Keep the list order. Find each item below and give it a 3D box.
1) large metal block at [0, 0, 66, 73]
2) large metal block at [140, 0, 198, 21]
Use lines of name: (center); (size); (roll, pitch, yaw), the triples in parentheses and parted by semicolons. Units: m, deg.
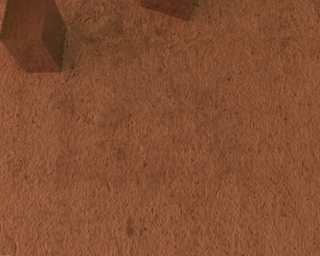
large metal block: (-0.169, -0.131, 0.426); (0.050, 0.080, 0.080); (0, 70, 0)
large metal block: (0.022, -0.223, 0.476); (0.080, 0.050, 0.080); (20, 71, 7)
